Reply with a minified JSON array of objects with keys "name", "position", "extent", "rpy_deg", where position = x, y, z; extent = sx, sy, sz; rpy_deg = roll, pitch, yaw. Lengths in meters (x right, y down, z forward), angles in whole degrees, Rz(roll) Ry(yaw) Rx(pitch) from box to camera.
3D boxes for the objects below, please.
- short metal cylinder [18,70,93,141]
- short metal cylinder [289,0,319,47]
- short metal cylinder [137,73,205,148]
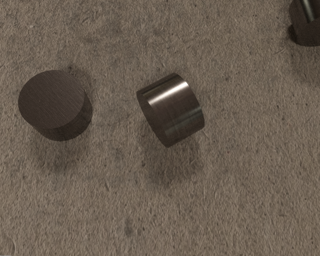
[{"name":"short metal cylinder","position":[-0.133,-0.028,0.403],"extent":[0.081,0.050,0.080],"rpy_deg":[0,70,0]},{"name":"short metal cylinder","position":[0.231,-0.160,0.440],"extent":[0.081,0.080,0.050],"rpy_deg":[-6,70,-2]},{"name":"short metal cylinder","position":[0.012,-0.022,0.387],"extent":[0.050,0.080,0.080],"rpy_deg":[-29,73,-10]}]
